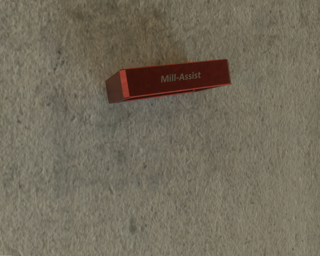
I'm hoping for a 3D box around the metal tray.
[{"bbox_3d":[0.007,-0.056,0.378,0.131,0.090,0.030,-10,94,-20],"label":"metal tray"}]
